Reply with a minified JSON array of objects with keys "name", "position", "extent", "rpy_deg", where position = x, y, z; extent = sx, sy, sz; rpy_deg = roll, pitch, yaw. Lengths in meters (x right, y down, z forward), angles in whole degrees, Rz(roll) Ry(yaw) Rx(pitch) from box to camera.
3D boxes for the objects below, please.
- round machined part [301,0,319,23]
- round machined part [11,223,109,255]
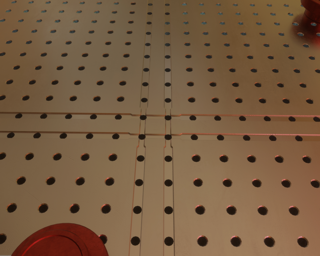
[{"name":"round machined part","position":[0.324,-0.239,0.602],"extent":[0.099,0.042,0.098],"rpy_deg":[0,50,0]},{"name":"round machined part","position":[-0.096,0.133,0.283],"extent":[0.099,0.042,0.098],"rpy_deg":[0,50,0]}]
